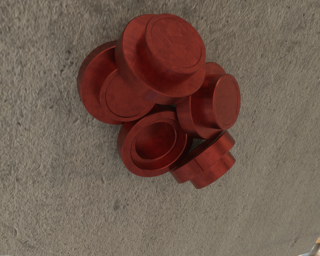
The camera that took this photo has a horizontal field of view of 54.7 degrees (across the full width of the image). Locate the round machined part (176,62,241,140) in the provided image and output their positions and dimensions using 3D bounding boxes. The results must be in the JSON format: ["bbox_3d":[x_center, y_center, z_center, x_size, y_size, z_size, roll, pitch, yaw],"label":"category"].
[{"bbox_3d":[0.067,-0.033,0.387,0.099,0.042,0.097,-8,101,-49],"label":"round machined part"}]

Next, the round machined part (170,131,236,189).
[{"bbox_3d":[0.065,0.047,0.428,0.098,0.098,0.042,-37,89,-4],"label":"round machined part"}]

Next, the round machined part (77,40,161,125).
[{"bbox_3d":[-0.040,-0.046,0.350,0.099,0.042,0.097,-14,125,-21],"label":"round machined part"}]

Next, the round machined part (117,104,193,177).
[{"bbox_3d":[-0.009,0.012,0.401,0.099,0.042,0.097,-14,125,-21],"label":"round machined part"}]

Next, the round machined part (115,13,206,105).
[{"bbox_3d":[0.007,-0.077,0.318,0.099,0.098,0.042,1,160,-29],"label":"round machined part"}]
